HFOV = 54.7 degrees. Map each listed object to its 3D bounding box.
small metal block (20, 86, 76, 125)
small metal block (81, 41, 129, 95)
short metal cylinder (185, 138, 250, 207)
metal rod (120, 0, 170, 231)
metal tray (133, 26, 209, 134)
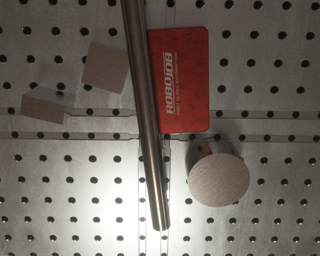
[{"bbox_3d":[-0.138,-0.030,0.387,0.050,0.050,0.025,14,110,-6],"label":"small metal block"},{"bbox_3d":[-0.065,-0.075,0.385,0.050,0.025,0.050,17,109,-6],"label":"small metal block"},{"bbox_3d":[0.076,0.060,0.423,0.081,0.050,0.079,0,110,-1],"label":"short metal cylinder"},{"bbox_3d":[-0.014,-0.003,0.379,0.025,0.025,0.298,-6,110,2],"label":"metal rod"},{"bbox_3d":[0.014,-0.058,0.390,0.091,0.030,0.129,-4,110,0],"label":"metal tray"}]
